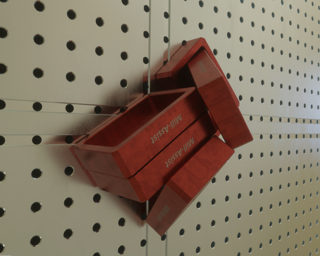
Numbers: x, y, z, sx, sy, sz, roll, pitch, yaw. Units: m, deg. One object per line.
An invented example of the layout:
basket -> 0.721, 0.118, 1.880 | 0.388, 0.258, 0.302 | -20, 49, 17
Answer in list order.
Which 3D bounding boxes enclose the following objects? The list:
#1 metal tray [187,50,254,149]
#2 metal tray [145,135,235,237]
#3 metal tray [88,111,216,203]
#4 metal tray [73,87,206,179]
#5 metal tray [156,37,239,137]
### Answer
metal tray -> 0.073, -0.041, 0.398 | 0.090, 0.030, 0.130 | 58, 12, -24
metal tray -> 0.033, 0.074, 0.379 | 0.030, 0.129, 0.091 | 41, 56, 14
metal tray -> -0.008, 0.025, 0.360 | 0.131, 0.090, 0.030 | -40, 115, -33
metal tray -> -0.022, 0.000, 0.350 | 0.131, 0.090, 0.030 | -40, 115, -33
metal tray -> 0.061, -0.054, 0.458 | 0.090, 0.030, 0.130 | -51, 120, -28
